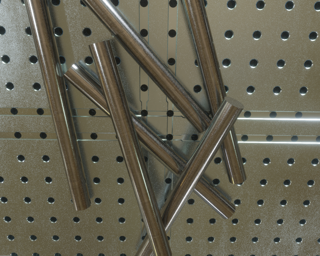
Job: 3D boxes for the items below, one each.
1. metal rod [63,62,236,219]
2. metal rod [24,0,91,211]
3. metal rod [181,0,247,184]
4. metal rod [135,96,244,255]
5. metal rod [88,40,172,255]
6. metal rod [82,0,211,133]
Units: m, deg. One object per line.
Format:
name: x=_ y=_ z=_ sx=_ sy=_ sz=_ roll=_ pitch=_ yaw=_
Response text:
metal rod: x=-0.005 y=0.026 z=0.422 sx=0.300 sy=0.025 sz=0.025 roll=43 pitch=105 yaw=-14
metal rod: x=-0.130 y=-0.025 z=0.402 sx=0.025 sy=0.025 sz=0.298 roll=-6 pitch=110 yaw=2
metal rod: x=0.066 y=-0.061 z=0.391 sx=0.025 sy=0.025 sz=0.299 roll=-16 pitch=109 yaw=6
metal rod: x=0.028 y=0.090 z=0.422 sx=0.025 sy=0.025 sz=0.298 roll=21 pitch=118 yaw=-8
metal rod: x=-0.033 y=0.041 z=0.396 sx=0.025 sy=0.025 sz=0.298 roll=-14 pitch=106 yaw=5
metal rod: x=-0.038 y=-0.108 z=0.373 sx=0.025 sy=0.025 sz=0.300 roll=-39 pitch=106 yaw=13
